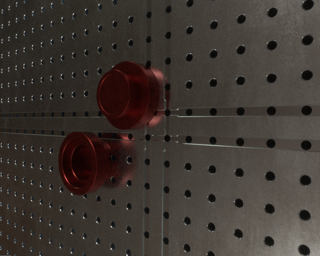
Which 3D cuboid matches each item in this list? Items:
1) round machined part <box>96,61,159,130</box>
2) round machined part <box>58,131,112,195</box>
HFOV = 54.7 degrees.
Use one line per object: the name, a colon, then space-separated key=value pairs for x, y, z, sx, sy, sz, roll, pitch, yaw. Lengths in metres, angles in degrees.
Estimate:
round machined part: x=-0.052 y=-0.046 z=0.439 sx=0.098 sy=0.042 sz=0.097 roll=0 pitch=90 yaw=39
round machined part: x=-0.115 y=0.054 z=0.490 sx=0.098 sy=0.042 sz=0.097 roll=0 pitch=90 yaw=39
